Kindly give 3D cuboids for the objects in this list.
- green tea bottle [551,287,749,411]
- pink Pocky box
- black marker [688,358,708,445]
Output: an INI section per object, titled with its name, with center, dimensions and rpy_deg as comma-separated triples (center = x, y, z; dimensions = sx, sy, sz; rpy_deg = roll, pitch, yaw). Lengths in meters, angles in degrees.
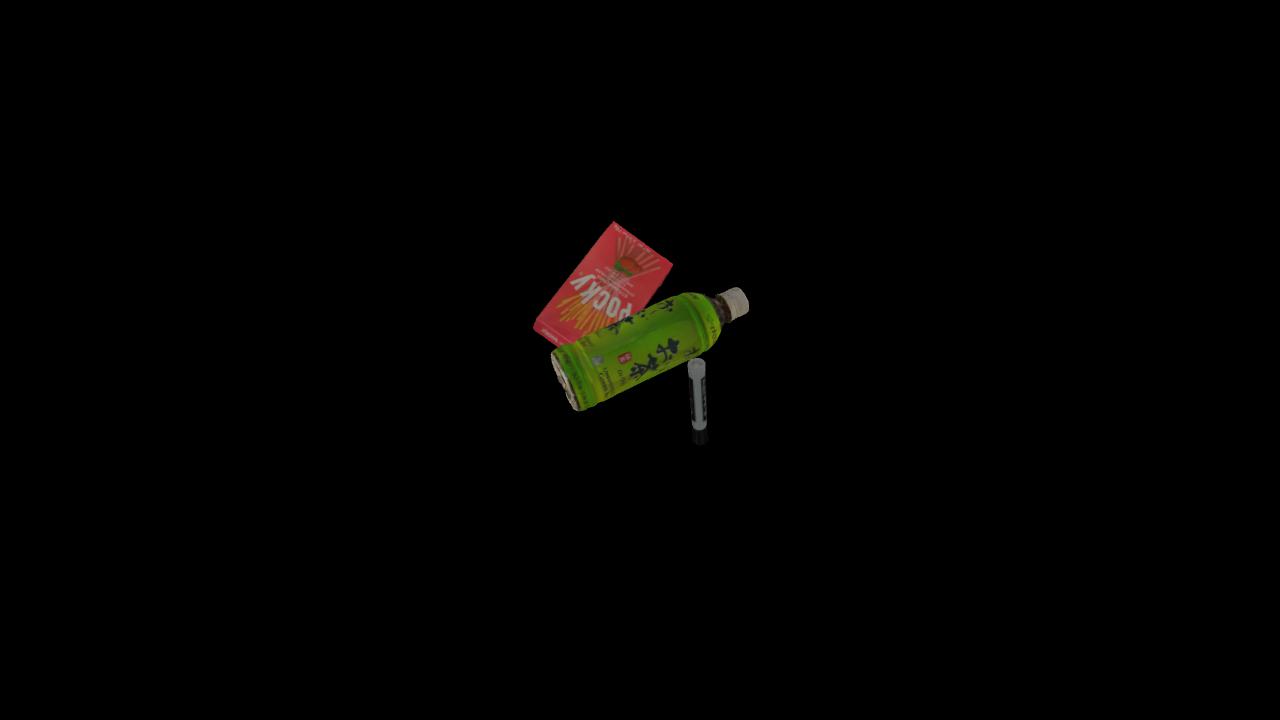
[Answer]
[green tea bottle]
center = 0.016, -0.021, 0.635
dimensions = 0.212, 0.073, 0.073
rpy_deg = -26, 7, -14
[pink Pocky box]
center = -0.036, -0.068, 0.650
dimensions = 0.084, 0.155, 0.029
rpy_deg = 35, -28, -4
[black marker]
center = 0.065, 0.050, 0.680
dimensions = 0.020, 0.121, 0.020
rpy_deg = -4, 39, 3
